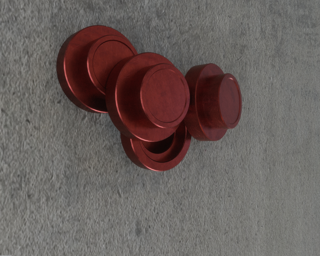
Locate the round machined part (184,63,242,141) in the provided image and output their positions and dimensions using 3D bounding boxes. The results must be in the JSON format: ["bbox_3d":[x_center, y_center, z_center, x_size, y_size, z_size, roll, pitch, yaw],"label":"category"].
[{"bbox_3d":[0.070,-0.032,0.388,0.099,0.042,0.097,3,87,-53],"label":"round machined part"}]

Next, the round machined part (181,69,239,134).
[{"bbox_3d":[0.081,-0.040,0.465,0.099,0.042,0.097,0,90,-40],"label":"round machined part"}]

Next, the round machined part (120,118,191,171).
[{"bbox_3d":[-0.009,0.004,0.389,0.099,0.042,0.097,0,90,-40],"label":"round machined part"}]

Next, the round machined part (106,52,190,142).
[{"bbox_3d":[-0.006,-0.034,0.337,0.099,0.042,0.097,0,90,-40],"label":"round machined part"}]

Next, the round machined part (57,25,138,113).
[{"bbox_3d":[-0.059,-0.066,0.346,0.099,0.042,0.097,0,90,-40],"label":"round machined part"}]
